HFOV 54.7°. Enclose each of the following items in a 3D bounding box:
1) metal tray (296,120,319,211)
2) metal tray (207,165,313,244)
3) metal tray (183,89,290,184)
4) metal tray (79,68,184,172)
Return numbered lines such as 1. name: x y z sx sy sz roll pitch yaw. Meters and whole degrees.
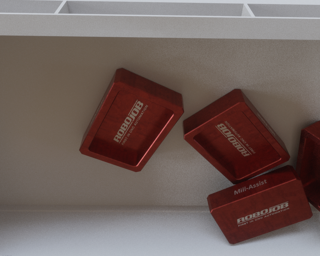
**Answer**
1. metal tray: 0.231 0.064 0.420 0.030 0.090 0.129 -25 131 -13
2. metal tray: 0.147 0.116 0.458 0.130 0.030 0.090 -24 121 12
3. metal tray: 0.104 0.018 0.421 0.090 0.030 0.130 -33 123 24
4. metal tray: -0.039 -0.004 0.401 0.091 0.030 0.129 22 127 -18
